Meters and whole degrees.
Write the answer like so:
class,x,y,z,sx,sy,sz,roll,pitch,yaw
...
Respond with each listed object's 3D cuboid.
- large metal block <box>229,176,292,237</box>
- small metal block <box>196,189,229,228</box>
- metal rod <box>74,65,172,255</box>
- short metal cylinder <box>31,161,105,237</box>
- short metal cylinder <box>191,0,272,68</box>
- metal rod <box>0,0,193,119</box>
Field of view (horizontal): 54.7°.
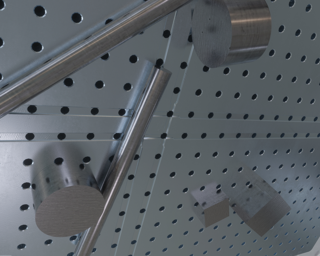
class,x,y,z,sx,sy,sz,roll,pitch,yaw
large metal block,0.193,0.152,0.595,0.080,0.050,0.080,-44,130,2
small metal block,0.095,0.143,0.552,0.050,0.025,0.050,-21,127,-16
metal rod,-0.056,0.058,0.416,0.025,0.025,0.298,12,112,-34
short metal cylinder,-0.115,0.088,0.387,0.081,0.050,0.079,-14,125,-21
short metal cylinder,0.077,-0.111,0.349,0.050,0.080,0.079,-13,124,-21
metal rod,-0.078,-0.078,0.320,0.301,0.025,0.025,-33,129,-7
